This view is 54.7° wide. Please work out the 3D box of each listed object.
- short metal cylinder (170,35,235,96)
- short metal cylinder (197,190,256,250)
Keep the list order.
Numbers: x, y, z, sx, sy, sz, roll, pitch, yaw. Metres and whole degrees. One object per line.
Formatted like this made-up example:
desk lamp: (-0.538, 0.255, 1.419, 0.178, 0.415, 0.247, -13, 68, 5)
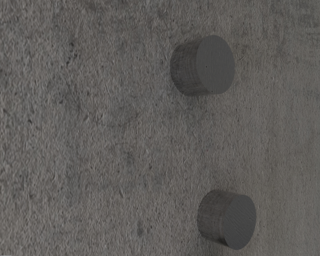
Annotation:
short metal cylinder: (0.061, -0.086, 0.439, 0.081, 0.050, 0.080, 0, 90, -40)
short metal cylinder: (0.103, 0.138, 0.475, 0.081, 0.050, 0.080, 0, 90, -40)
